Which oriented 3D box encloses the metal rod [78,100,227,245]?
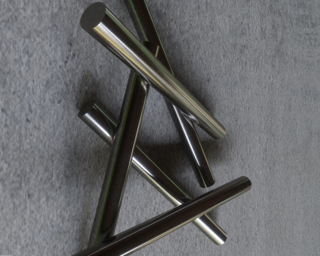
[{"bbox_3d":[0.007,0.076,0.412,0.300,0.025,0.025,48,61,-30],"label":"metal rod"}]

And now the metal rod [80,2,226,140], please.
[{"bbox_3d":[0.020,-0.040,0.362,0.301,0.025,0.025,33,69,-56],"label":"metal rod"}]

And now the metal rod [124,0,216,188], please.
[{"bbox_3d":[0.016,-0.047,0.419,0.025,0.025,0.299,-36,113,-34],"label":"metal rod"}]

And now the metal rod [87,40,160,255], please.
[{"bbox_3d":[-0.048,0.053,0.340,0.025,0.025,0.298,14,89,-40],"label":"metal rod"}]

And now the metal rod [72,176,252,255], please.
[{"bbox_3d":[0.029,0.110,0.394,0.302,0.025,0.025,-11,97,-44],"label":"metal rod"}]
